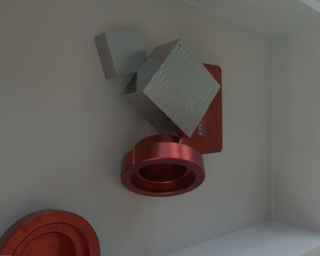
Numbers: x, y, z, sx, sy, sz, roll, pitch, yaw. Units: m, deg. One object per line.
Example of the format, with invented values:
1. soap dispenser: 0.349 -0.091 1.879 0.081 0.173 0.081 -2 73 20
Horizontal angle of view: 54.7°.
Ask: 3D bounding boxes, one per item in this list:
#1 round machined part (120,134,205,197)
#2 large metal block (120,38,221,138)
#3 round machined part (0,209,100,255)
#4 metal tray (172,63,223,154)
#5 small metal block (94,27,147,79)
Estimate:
1. round machined part: 0.003 0.043 0.372 0.098 0.098 0.042 31 42 -36
2. large metal block: 0.014 -0.044 0.368 0.080 0.050 0.080 44 67 -27
3. round machined part: -0.111 0.128 0.299 0.099 0.042 0.097 6 80 -39
4. metal tray: 0.050 -0.027 0.447 0.091 0.030 0.129 -2 91 -40
5. small metal block: -0.045 -0.090 0.371 0.050 0.025 0.050 -24 105 -38
